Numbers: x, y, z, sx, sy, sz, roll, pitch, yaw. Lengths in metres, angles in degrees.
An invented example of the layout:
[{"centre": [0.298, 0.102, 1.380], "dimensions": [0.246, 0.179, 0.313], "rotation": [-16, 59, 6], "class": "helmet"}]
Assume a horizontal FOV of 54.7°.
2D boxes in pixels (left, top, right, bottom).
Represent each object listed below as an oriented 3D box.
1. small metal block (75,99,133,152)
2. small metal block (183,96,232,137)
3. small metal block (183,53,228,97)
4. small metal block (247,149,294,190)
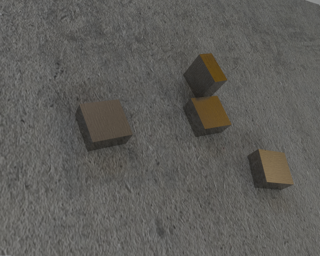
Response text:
[{"centre": [-0.067, -0.004, 0.370], "dimensions": [0.050, 0.025, 0.050], "rotation": [-11, 67, -33], "class": "small metal block"}, {"centre": [0.068, -0.018, 0.451], "dimensions": [0.050, 0.025, 0.050], "rotation": [-9, 66, -32], "class": "small metal block"}, {"centre": [0.068, -0.077, 0.471], "dimensions": [0.025, 0.050, 0.050], "rotation": [-14, 69, -34], "class": "small metal block"}, {"centre": [0.161, 0.061, 0.453], "dimensions": [0.050, 0.025, 0.050], "rotation": [9, 58, -24], "class": "small metal block"}]
